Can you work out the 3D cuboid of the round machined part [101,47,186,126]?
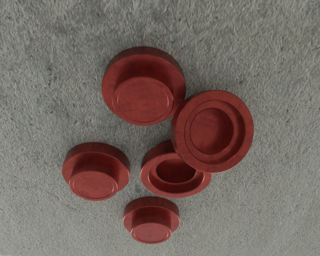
[{"bbox_3d":[-0.019,-0.041,0.361,0.099,0.042,0.097,0,130,0],"label":"round machined part"}]

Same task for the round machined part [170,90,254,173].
[{"bbox_3d":[0.060,0.003,0.378,0.099,0.042,0.097,-2,96,-14],"label":"round machined part"}]

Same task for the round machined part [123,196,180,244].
[{"bbox_3d":[-0.015,0.165,0.536,0.099,0.042,0.097,0,130,0],"label":"round machined part"}]

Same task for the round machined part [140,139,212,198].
[{"bbox_3d":[0.023,0.053,0.440,0.099,0.042,0.097,0,132,1],"label":"round machined part"}]

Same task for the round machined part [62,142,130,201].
[{"bbox_3d":[-0.094,0.070,0.455,0.099,0.042,0.097,0,130,0],"label":"round machined part"}]
